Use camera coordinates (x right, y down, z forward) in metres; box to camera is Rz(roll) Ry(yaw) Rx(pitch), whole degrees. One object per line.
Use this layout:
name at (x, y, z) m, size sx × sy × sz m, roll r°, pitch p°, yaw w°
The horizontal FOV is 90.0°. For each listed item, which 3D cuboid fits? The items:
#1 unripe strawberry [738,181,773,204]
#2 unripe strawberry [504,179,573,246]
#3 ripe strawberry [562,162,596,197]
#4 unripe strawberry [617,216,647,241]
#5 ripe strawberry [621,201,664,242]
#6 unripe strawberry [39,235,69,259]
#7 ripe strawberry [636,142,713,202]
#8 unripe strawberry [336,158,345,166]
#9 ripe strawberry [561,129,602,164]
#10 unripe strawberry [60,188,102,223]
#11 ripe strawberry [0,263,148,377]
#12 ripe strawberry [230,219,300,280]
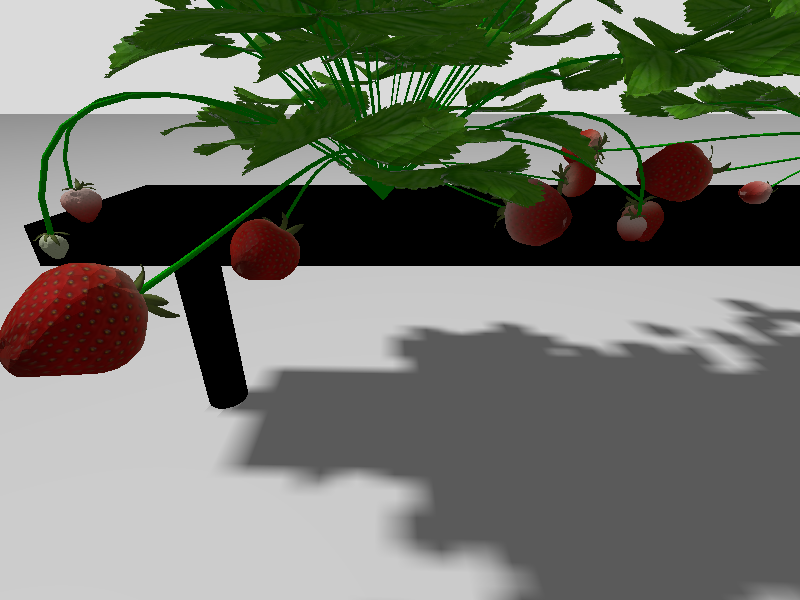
unripe strawberry at (0.286, -0.087, 0.324) m, size 0.019 × 0.019 × 0.021 m, roll -6°, pitch 27°, yaw -6°
unripe strawberry at (0.077, -0.048, 0.225) m, size 0.033 × 0.038 × 0.036 m, roll -18°, pitch 32°, yaw -32°
ripe strawberry at (0.155, -0.104, 0.347) m, size 0.029 × 0.030 × 0.026 m, roll -1°, pitch 26°, yaw -3°
unripe strawberry at (0.132, -0.041, 0.229) m, size 0.015 × 0.015 × 0.014 m, roll 21°, pitch 33°, yaw 36°
ripe strawberry at (0.146, -0.047, 0.241) m, size 0.023 × 0.023 × 0.025 m, roll -9°, pitch 16°, yaw 40°
unripe strawberry at (-0.155, -0.024, 0.180) m, size 0.011 × 0.011 × 0.010 m, roll 19°, pitch 32°, yaw 34°
ripe strawberry at (0.224, -0.106, 0.330) m, size 0.052 × 0.045 × 0.052 m, roll -1°, pitch 26°, yaw -1°
unripe strawberry at (-0.071, -0.166, 0.480) m, size 0.011 × 0.011 × 0.010 m, roll -9°, pitch 28°, yaw -18°
ripe strawberry at (0.224, -0.187, 0.496) m, size 0.044 × 0.046 × 0.040 m, roll 20°, pitch 33°, yaw 36°
unripe strawberry at (-0.219, -0.066, 0.278) m, size 0.023 × 0.023 × 0.025 m, roll -9°, pitch 28°, yaw -17°
ripe strawberry at (-0.097, 0.008, 0.119) m, size 0.034 × 0.036 × 0.037 m, roll 8°, pitch 28°, yaw 16°
ripe strawberry at (-0.063, -0.022, 0.182) m, size 0.032 × 0.027 × 0.032 m, roll 7°, pitch 34°, yaw 14°
